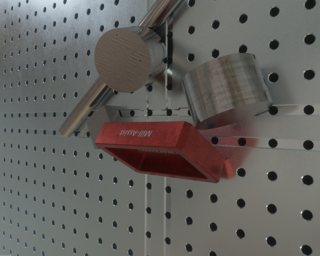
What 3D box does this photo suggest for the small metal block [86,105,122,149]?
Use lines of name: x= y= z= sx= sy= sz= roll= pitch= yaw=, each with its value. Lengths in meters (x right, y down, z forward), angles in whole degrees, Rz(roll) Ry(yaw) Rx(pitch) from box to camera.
small metal block: x=-0.084 y=-0.001 z=0.479 sx=0.050 sy=0.025 sz=0.050 roll=-32 pitch=70 yaw=35

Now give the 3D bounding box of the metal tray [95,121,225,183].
metal tray: x=-0.002 y=0.028 z=0.366 sx=0.130 sy=0.090 sz=0.030 roll=0 pitch=60 yaw=40

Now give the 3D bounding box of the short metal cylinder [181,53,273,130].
short metal cylinder: x=0.068 y=-0.035 z=0.318 sx=0.080 sy=0.081 sz=0.050 roll=-25 pitch=75 yaw=37

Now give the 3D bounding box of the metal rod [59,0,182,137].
metal rod: x=-0.074 y=-0.083 z=0.470 sx=0.299 sy=0.025 sz=0.025 roll=-44 pitch=64 yaw=31

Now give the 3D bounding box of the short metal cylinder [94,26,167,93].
short metal cylinder: x=-0.038 y=-0.091 z=0.406 sx=0.080 sy=0.050 sz=0.079 roll=9 pitch=113 yaw=21
